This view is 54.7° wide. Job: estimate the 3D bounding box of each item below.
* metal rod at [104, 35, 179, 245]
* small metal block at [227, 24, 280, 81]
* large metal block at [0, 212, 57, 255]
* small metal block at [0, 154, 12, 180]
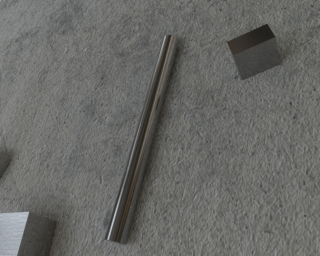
[{"bbox_3d":[-0.017,-0.003,0.412,0.025,0.025,0.300,0,62,28],"label":"metal rod"},{"bbox_3d":[0.116,-0.092,0.383,0.050,0.050,0.025,-22,54,14],"label":"small metal block"},{"bbox_3d":[-0.187,0.154,0.390,0.080,0.050,0.080,-9,58,23],"label":"large metal block"},{"bbox_3d":[-0.281,0.065,0.509,0.050,0.025,0.050,9,66,31],"label":"small metal block"}]
